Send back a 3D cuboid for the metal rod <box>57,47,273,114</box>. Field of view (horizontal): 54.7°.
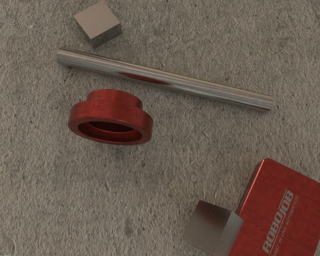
[{"bbox_3d":[0.003,-0.068,0.432,0.302,0.025,0.025,14,71,4],"label":"metal rod"}]

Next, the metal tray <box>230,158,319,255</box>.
[{"bbox_3d":[0.137,0.112,0.366,0.090,0.030,0.130,27,72,9],"label":"metal tray"}]

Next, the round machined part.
[{"bbox_3d":[-0.057,-0.014,0.374,0.099,0.098,0.042,5,70,1],"label":"round machined part"}]

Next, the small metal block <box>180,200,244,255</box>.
[{"bbox_3d":[0.059,0.115,0.351,0.025,0.050,0.050,41,69,-31],"label":"small metal block"}]

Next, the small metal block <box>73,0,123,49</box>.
[{"bbox_3d":[-0.092,-0.155,0.464,0.050,0.025,0.050,-34,74,-12],"label":"small metal block"}]
